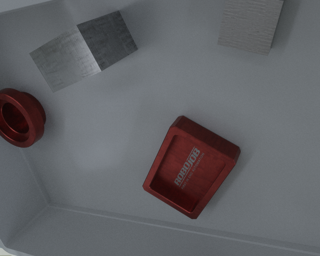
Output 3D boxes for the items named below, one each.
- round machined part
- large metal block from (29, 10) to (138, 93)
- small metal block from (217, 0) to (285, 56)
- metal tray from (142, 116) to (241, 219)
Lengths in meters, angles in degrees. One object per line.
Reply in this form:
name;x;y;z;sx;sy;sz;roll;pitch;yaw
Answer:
round machined part;-0.226;-0.020;0.502;0.098;0.042;0.097;13;124;20
large metal block;-0.086;-0.090;0.361;0.080;0.080;0.050;-15;111;34
small metal block;0.087;-0.103;0.299;0.050;0.025;0.050;18;125;17
metal tray;0.038;0.057;0.419;0.090;0.030;0.129;30;128;8
